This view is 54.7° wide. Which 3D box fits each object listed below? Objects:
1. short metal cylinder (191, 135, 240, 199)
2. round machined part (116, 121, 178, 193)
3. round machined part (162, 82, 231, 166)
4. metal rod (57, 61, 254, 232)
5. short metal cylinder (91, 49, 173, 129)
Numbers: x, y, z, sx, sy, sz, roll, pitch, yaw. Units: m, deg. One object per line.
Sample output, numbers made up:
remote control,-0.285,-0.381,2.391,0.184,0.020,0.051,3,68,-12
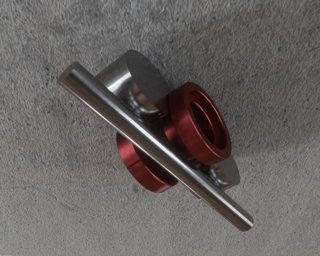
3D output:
short metal cylinder,0.064,0.049,0.415,0.050,0.080,0.080,-32,124,24
round machined part,-0.005,0.027,0.382,0.042,0.098,0.098,-34,123,20
round machined part,0.040,-0.001,0.361,0.042,0.098,0.098,-29,125,28
metal rod,0.017,0.039,0.338,0.025,0.025,0.300,-33,124,24
short metal cylinder,-0.028,-0.038,0.339,0.050,0.080,0.080,-32,124,24
